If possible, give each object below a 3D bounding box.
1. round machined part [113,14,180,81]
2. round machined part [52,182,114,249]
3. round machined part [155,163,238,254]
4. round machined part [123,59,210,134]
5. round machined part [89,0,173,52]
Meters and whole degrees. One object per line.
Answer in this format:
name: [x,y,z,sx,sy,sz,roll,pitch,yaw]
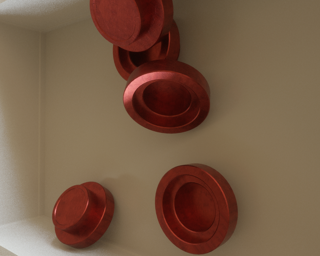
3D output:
round machined part: [-0.013,-0.105,0.404,0.098,0.042,0.097,0,90,39]
round machined part: [-0.121,0.124,0.463,0.098,0.042,0.098,-19,47,22]
round machined part: [0.045,0.089,0.357,0.098,0.042,0.097,0,90,39]
round machined part: [0.009,-0.041,0.363,0.098,0.098,0.042,-30,36,36]
round machined part: [-0.038,-0.130,0.342,0.098,0.042,0.097,21,133,24]
